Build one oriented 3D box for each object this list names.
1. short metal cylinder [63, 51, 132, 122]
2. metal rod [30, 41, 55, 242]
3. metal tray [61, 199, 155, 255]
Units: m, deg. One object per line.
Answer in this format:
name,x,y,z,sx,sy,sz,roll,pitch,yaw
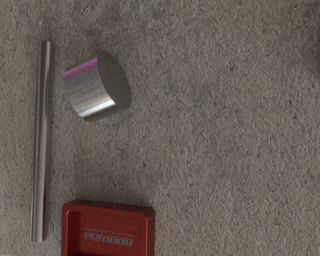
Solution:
short metal cylinder,-0.079,-0.053,0.407,0.050,0.080,0.080,-20,84,19
metal rod,-0.178,0.020,0.469,0.025,0.025,0.298,3,91,19
metal tray,-0.073,0.152,0.430,0.130,0.030,0.089,1,90,19
